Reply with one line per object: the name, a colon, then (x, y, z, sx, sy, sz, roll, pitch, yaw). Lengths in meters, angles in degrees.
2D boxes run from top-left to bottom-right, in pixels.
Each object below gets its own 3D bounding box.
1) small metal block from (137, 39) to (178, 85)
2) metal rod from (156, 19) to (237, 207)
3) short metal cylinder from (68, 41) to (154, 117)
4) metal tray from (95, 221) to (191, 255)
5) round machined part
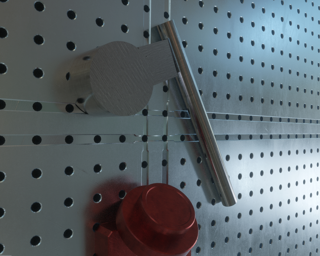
small metal block: (-0.009, -0.084, 0.403, 0.050, 0.025, 0.050, -28, 108, -37)
metal rod: (0.060, -0.010, 0.462, 0.025, 0.025, 0.299, -35, 112, -35)
short metal cylinder: (-0.054, -0.053, 0.349, 0.081, 0.050, 0.079, 0, 90, -40)
metal tray: (-0.016, 0.158, 0.395, 0.131, 0.030, 0.089, -1, 91, -40)
round machined part: (0.002, 0.103, 0.364, 0.099, 0.098, 0.042, -1, 131, -40)
